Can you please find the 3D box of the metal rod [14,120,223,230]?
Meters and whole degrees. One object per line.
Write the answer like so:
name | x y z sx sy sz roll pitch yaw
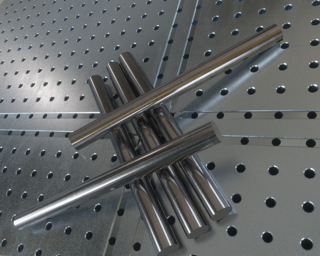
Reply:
metal rod | -0.066 0.066 0.374 0.300 0.025 0.025 -27 52 21

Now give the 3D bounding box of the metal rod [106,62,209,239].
metal rod | -0.018 0.005 0.413 0.025 0.025 0.300 -34 52 6

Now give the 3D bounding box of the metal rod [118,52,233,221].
metal rod | 0.004 -0.012 0.412 0.025 0.025 0.300 -35 52 5

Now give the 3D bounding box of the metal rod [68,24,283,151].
metal rod | 0.021 -0.053 0.402 0.301 0.025 0.025 -28 52 -1

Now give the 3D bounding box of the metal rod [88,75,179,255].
metal rod | -0.049 0.026 0.416 0.025 0.025 0.300 -34 52 6
